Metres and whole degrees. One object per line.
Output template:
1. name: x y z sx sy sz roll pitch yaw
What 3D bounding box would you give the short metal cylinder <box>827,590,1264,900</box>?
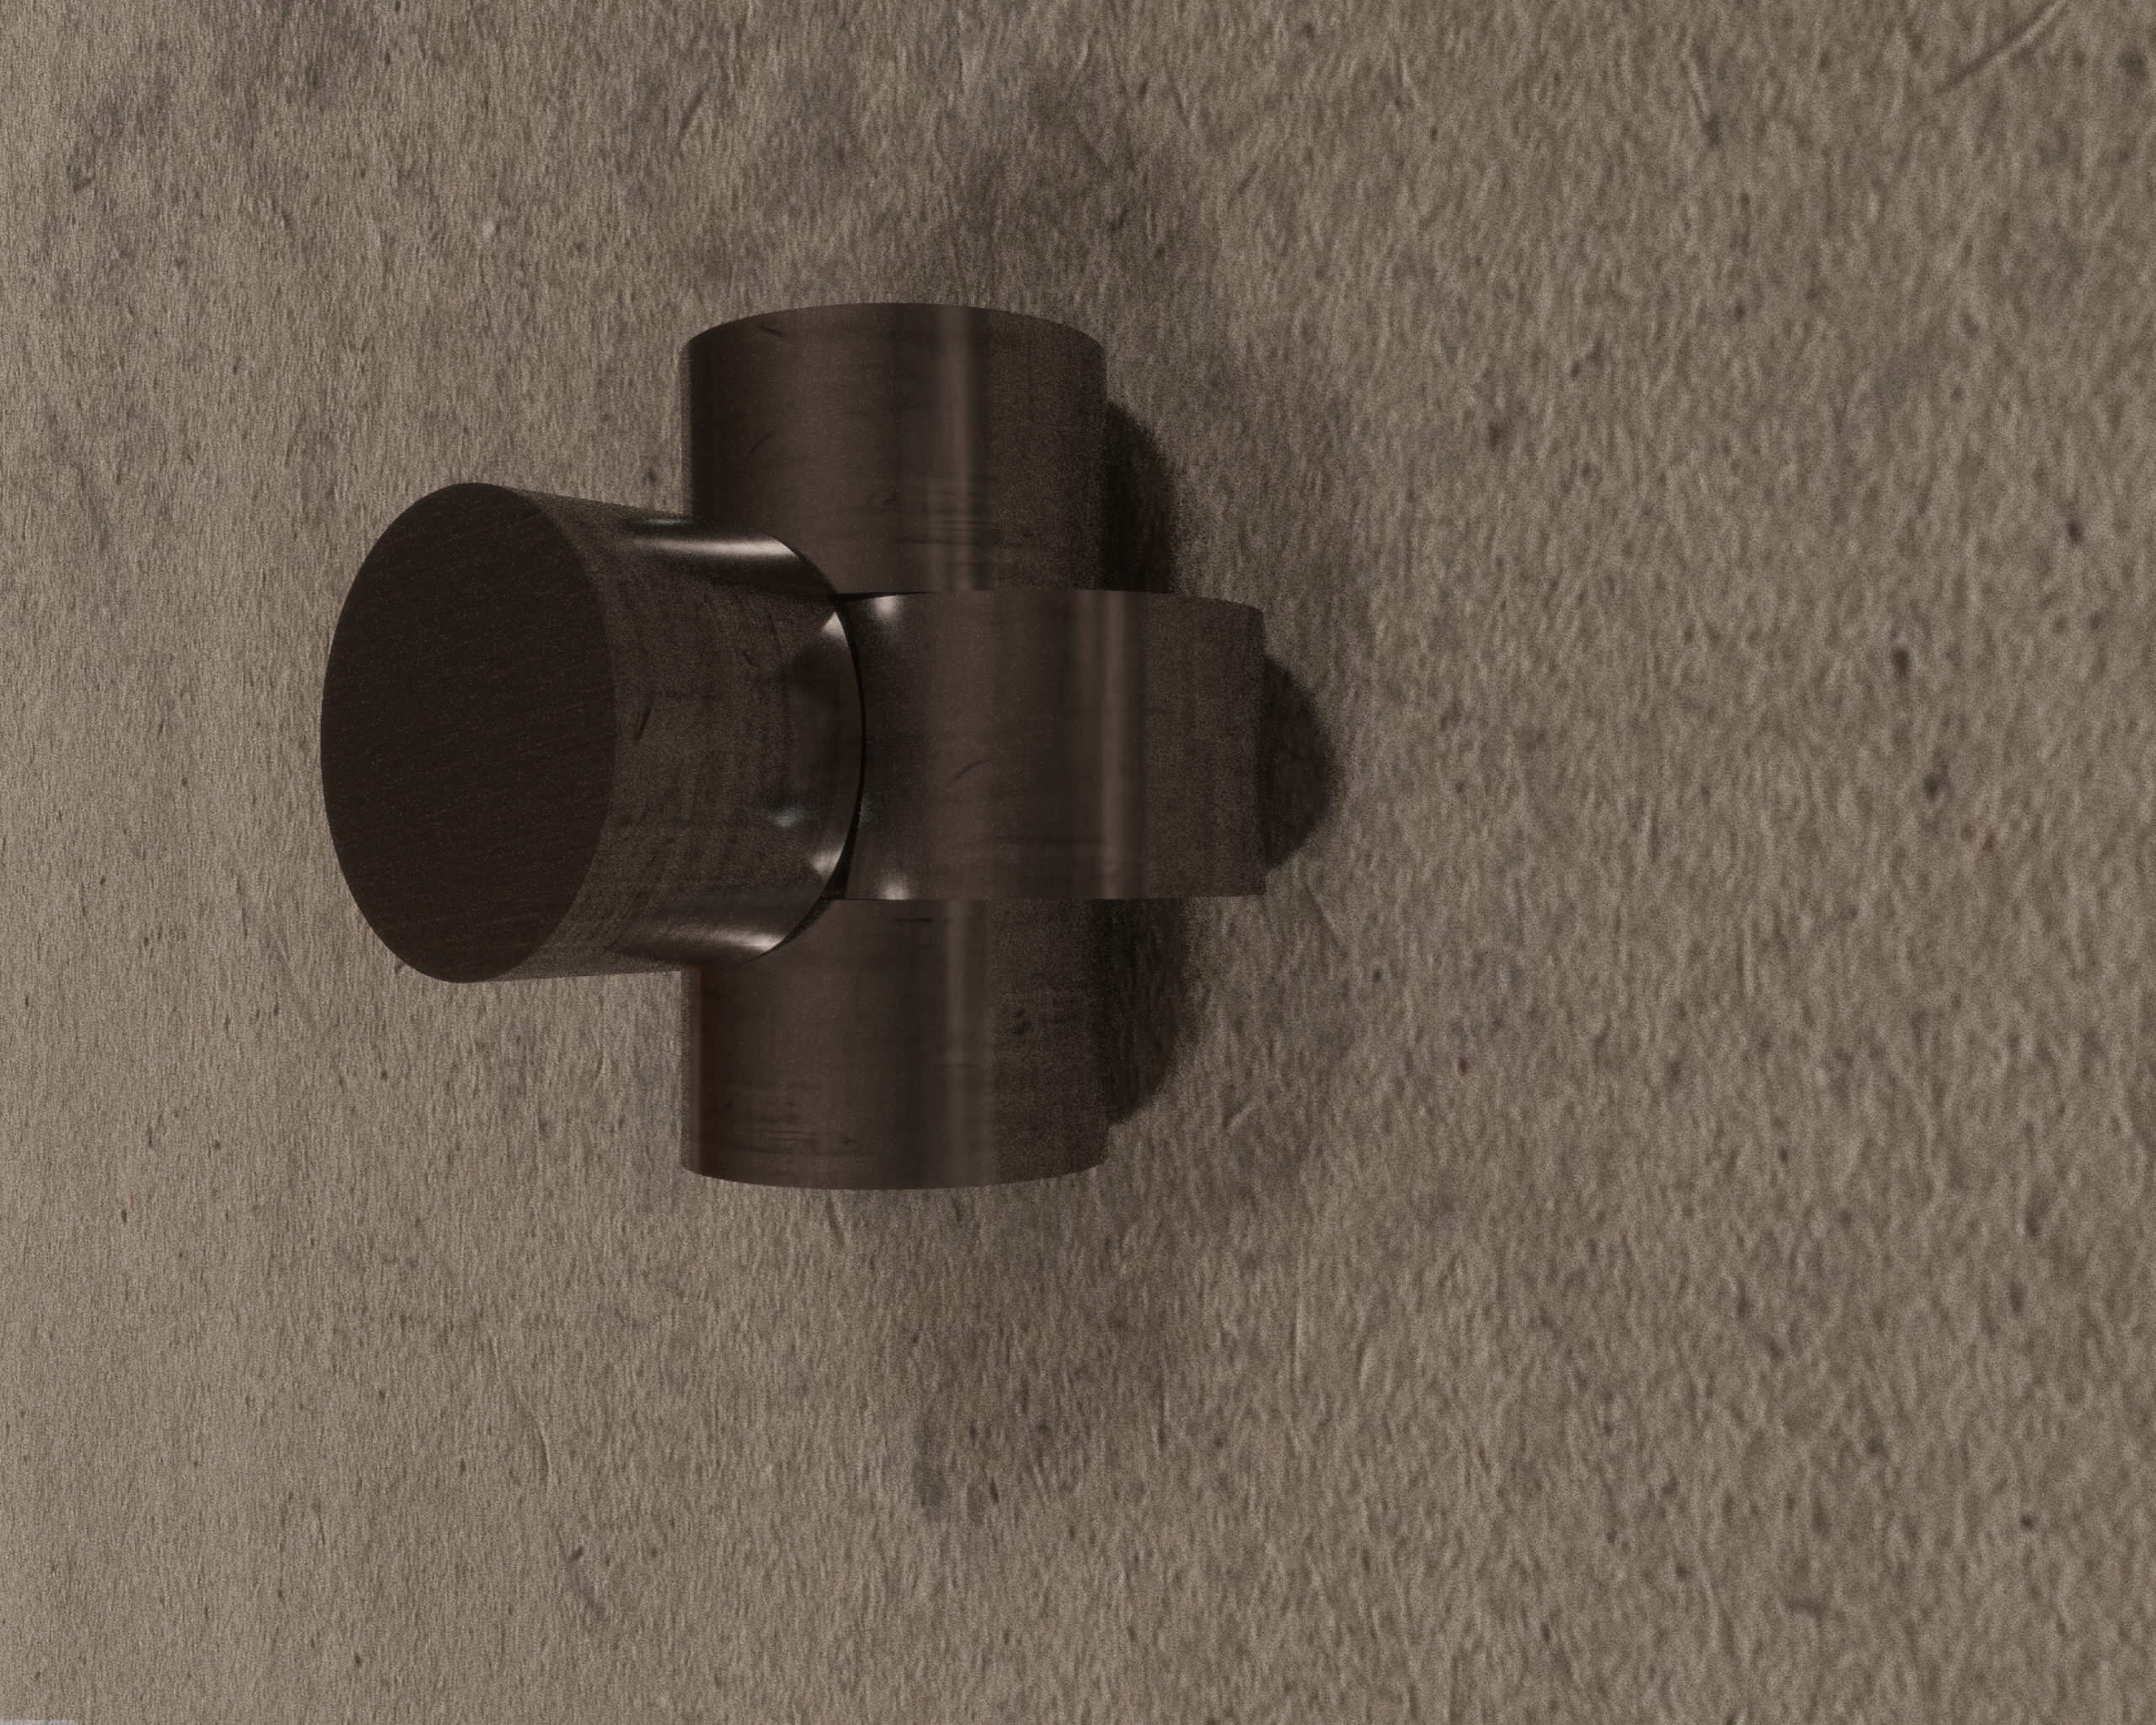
1. short metal cylinder: -0.007 -0.019 0.374 0.080 0.081 0.050 0 90 39

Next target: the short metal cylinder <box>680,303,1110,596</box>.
1. short metal cylinder: -0.034 -0.071 0.397 0.080 0.081 0.050 -2 89 39

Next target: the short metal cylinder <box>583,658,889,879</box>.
1. short metal cylinder: -0.069 -0.019 0.425 0.080 0.081 0.050 -1 89 39

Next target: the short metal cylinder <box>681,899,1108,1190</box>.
1. short metal cylinder: -0.035 0.031 0.397 0.080 0.081 0.050 0 90 39

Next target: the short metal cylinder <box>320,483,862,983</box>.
1. short metal cylinder: -0.083 -0.021 0.351 0.080 0.050 0.079 0 90 39
